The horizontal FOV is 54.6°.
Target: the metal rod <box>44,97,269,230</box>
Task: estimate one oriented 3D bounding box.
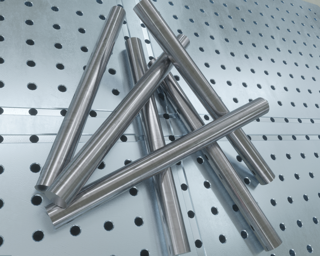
[{"bbox_3d":[0.017,0.028,0.363,0.302,0.025,0.025,-25,76,-25],"label":"metal rod"}]

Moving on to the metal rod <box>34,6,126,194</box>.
[{"bbox_3d":[-0.089,-0.058,0.395,0.025,0.025,0.300,22,54,-15],"label":"metal rod"}]

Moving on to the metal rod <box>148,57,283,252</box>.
[{"bbox_3d":[0.068,0.026,0.428,0.025,0.025,0.299,-22,73,-36],"label":"metal rod"}]

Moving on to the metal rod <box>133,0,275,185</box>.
[{"bbox_3d":[0.065,-0.044,0.424,0.300,0.025,0.025,53,51,-9],"label":"metal rod"}]

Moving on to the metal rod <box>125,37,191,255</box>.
[{"bbox_3d":[-0.009,0.005,0.399,0.025,0.025,0.299,1,61,-28],"label":"metal rod"}]

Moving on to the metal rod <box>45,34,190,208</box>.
[{"bbox_3d":[-0.031,-0.033,0.378,0.025,0.025,0.301,36,51,-4],"label":"metal rod"}]
